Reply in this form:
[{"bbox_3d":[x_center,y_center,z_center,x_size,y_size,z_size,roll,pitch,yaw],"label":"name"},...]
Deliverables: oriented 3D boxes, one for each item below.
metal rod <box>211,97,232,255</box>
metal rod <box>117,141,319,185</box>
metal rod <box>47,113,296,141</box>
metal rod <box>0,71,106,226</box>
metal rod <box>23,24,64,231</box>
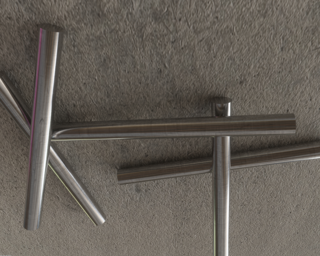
[{"bbox_3d":[0.088,0.099,0.445,0.025,0.025,0.298,-4,116,3],"label":"metal rod"},{"bbox_3d":[0.087,0.051,0.451,0.301,0.025,0.025,-9,130,7],"label":"metal rod"},{"bbox_3d":[0.004,0.000,0.381,0.301,0.025,0.025,-2,131,11],"label":"metal rod"},{"bbox_3d":[-0.148,0.051,0.448,0.025,0.025,0.299,-13,129,10],"label":"metal rod"},{"bbox_3d":[-0.152,0.020,0.392,0.025,0.025,0.298,12,120,-10],"label":"metal rod"}]
